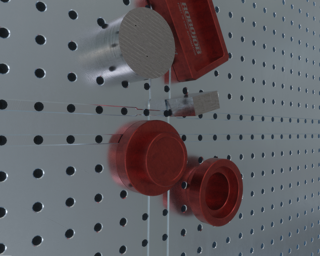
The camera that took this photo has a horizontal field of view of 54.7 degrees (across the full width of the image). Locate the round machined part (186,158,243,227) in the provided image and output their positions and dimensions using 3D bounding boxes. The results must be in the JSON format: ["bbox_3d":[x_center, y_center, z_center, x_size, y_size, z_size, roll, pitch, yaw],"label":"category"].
[{"bbox_3d":[0.078,0.093,0.464,0.099,0.042,0.097,0,90,-40],"label":"round machined part"}]

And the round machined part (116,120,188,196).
[{"bbox_3d":[-0.003,0.038,0.396,0.099,0.042,0.097,0,90,-40],"label":"round machined part"}]

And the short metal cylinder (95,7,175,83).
[{"bbox_3d":[-0.029,-0.096,0.369,0.081,0.050,0.079,0,90,-40],"label":"short metal cylinder"}]

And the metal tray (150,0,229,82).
[{"bbox_3d":[0.045,-0.142,0.443,0.091,0.030,0.129,-34,111,-35],"label":"metal tray"}]

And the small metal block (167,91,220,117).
[{"bbox_3d":[0.046,-0.034,0.432,0.050,0.050,0.025,-18,102,-39],"label":"small metal block"}]
